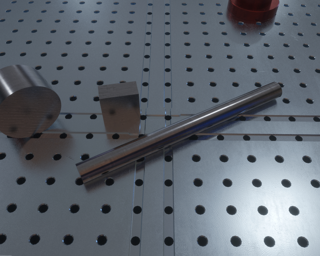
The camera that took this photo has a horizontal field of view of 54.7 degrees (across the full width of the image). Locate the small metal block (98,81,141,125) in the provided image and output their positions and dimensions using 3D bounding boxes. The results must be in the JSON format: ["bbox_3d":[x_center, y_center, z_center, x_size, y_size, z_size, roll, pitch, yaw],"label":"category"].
[{"bbox_3d":[-0.054,-0.033,0.419,0.050,0.050,0.025,-9,51,-8],"label":"small metal block"}]

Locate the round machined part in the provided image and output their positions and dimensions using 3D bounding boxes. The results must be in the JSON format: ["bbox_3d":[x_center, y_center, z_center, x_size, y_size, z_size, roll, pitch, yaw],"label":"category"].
[{"bbox_3d":[0.187,-0.257,0.615,0.099,0.042,0.098,0,50,0],"label":"round machined part"}]

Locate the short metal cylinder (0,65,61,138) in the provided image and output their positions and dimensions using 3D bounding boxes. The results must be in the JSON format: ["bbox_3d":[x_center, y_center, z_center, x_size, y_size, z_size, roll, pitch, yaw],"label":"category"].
[{"bbox_3d":[-0.176,-0.034,0.398,0.081,0.080,0.050,-30,57,-23],"label":"short metal cylinder"}]

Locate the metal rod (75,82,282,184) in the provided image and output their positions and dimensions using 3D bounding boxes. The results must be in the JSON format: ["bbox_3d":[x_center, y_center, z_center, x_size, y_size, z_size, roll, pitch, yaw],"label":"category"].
[{"bbox_3d":[0.038,-0.001,0.409,0.302,0.025,0.025,-23,54,-18],"label":"metal rod"}]
